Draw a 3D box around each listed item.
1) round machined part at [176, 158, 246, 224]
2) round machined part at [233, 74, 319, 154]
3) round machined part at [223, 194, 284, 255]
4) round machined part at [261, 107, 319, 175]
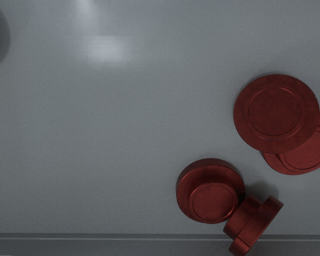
[{"bbox_3d":[0.072,0.096,0.439,0.099,0.042,0.097,0,110,-1],"label":"round machined part"},{"bbox_3d":[0.138,-0.018,0.373,0.098,0.042,0.097,-2,85,22],"label":"round machined part"},{"bbox_3d":[0.126,0.132,0.433,0.042,0.099,0.097,37,110,25],"label":"round machined part"},{"bbox_3d":[0.186,0.021,0.413,0.099,0.042,0.097,0,110,-1],"label":"round machined part"}]
